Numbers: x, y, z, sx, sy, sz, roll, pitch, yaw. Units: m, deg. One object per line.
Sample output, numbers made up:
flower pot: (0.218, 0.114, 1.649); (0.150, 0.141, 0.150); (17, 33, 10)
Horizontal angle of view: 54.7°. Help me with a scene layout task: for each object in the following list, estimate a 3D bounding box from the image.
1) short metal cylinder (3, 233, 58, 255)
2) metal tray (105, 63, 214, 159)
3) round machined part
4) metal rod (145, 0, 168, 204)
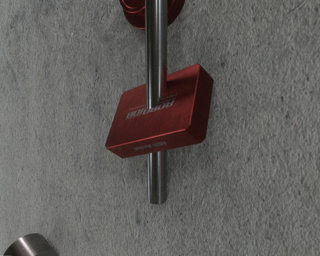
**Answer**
short metal cylinder: (-0.233, 0.239, 0.557); (0.050, 0.081, 0.079); (31, 109, 35)
metal tray: (-0.003, -0.017, 0.375); (0.130, 0.030, 0.090); (-15, 50, 38)
round machined part: (-0.017, -0.180, 0.406); (0.098, 0.042, 0.097); (0, 90, 39)
metal rod: (-0.004, -0.049, 0.367); (0.025, 0.025, 0.298); (13, 110, 39)
